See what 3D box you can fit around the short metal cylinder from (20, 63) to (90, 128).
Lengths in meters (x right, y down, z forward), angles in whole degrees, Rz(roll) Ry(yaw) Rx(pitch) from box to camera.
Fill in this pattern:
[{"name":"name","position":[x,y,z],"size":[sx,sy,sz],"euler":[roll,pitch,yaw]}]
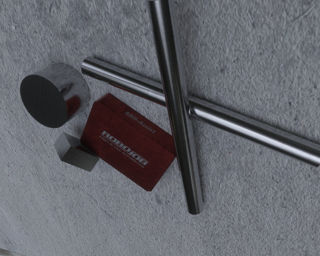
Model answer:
[{"name":"short metal cylinder","position":[-0.148,-0.046,0.440],"size":[0.080,0.050,0.079],"euler":[13,124,21]}]

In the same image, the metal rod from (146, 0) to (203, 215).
[{"name":"metal rod","position":[0.025,0.000,0.363],"size":[0.025,0.025,0.298],"euler":[7,131,24]}]

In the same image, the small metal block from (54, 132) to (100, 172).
[{"name":"small metal block","position":[-0.125,0.036,0.464],"size":[0.050,0.050,0.025],"euler":[31,95,-38]}]

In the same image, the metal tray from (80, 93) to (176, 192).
[{"name":"metal tray","position":[-0.044,0.022,0.441],"size":[0.130,0.030,0.089],"euler":[35,129,5]}]

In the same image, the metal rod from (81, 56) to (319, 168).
[{"name":"metal rod","position":[0.039,-0.025,0.370],"size":[0.301,0.025,0.025],"euler":[23,127,14]}]
